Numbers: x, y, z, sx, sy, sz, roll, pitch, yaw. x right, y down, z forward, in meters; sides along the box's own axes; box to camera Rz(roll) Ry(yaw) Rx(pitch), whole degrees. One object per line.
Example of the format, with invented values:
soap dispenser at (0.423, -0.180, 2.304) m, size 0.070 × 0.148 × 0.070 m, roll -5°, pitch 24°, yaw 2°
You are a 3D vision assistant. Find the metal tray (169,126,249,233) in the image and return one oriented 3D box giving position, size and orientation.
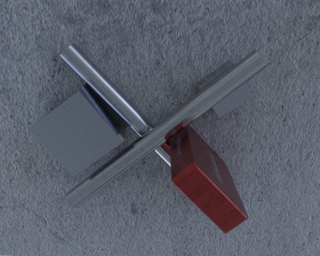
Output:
metal tray at (0.053, 0.052, 0.374) m, size 0.030 × 0.130 × 0.090 m, roll -41°, pitch 105°, yaw 14°

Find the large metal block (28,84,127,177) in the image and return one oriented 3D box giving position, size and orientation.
large metal block at (-0.101, 0.001, 0.395) m, size 0.080 × 0.050 × 0.080 m, roll -35°, pitch 107°, yaw 11°

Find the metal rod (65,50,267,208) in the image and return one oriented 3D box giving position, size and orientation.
metal rod at (-0.001, 0.009, 0.387) m, size 0.300 × 0.025 × 0.025 m, roll -37°, pitch 106°, yaw 12°

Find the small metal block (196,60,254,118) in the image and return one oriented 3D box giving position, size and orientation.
small metal block at (0.082, -0.049, 0.394) m, size 0.050 × 0.025 × 0.050 m, roll -34°, pitch 107°, yaw 11°

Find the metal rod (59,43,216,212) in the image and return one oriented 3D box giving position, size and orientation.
metal rod at (-0.013, 0.010, 0.415) m, size 0.025 × 0.025 × 0.300 m, roll -40°, pitch 106°, yaw 13°
